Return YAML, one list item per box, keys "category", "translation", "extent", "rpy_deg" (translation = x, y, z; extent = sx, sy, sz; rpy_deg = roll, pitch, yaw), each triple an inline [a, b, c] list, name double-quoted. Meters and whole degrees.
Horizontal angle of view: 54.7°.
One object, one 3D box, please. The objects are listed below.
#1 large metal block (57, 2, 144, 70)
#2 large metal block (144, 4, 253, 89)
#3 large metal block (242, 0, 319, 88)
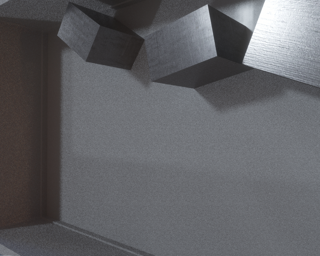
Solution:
- category: "large metal block"
  translation: [-0.084, -0.129, 0.440]
  extent: [0.080, 0.081, 0.050]
  rpy_deg: [43, 116, 31]
- category: "large metal block"
  translation: [0.043, -0.081, 0.336]
  extent: [0.080, 0.081, 0.050]
  rpy_deg: [-14, 81, 39]
- category: "large metal block"
  translation: [0.134, -0.082, 0.280]
  extent: [0.080, 0.050, 0.079]
  rpy_deg: [28, 108, 36]
